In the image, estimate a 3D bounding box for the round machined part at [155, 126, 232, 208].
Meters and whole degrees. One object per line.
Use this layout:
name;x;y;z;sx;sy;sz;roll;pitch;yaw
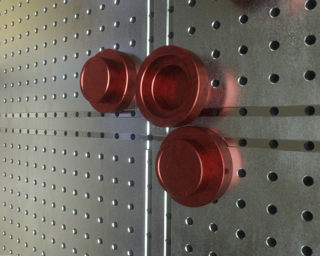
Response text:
round machined part;0.033;0.046;0.372;0.098;0.042;0.097;0;90;40

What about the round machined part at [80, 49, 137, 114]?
round machined part;-0.084;-0.071;0.469;0.098;0.042;0.097;0;90;40

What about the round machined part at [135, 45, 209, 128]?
round machined part;0.019;-0.049;0.384;0.098;0.042;0.097;0;90;40
